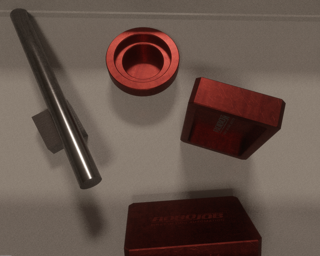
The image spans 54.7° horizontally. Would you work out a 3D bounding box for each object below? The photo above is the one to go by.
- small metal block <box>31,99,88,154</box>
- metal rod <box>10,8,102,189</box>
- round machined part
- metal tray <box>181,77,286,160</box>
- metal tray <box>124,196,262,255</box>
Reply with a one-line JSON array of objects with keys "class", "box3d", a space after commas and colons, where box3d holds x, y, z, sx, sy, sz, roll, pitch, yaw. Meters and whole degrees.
[{"class": "small metal block", "box3d": [-0.131, -0.002, 0.409, 0.050, 0.025, 0.050, -30, 73, -11]}, {"class": "metal rod", "box3d": [-0.145, -0.055, 0.405, 0.025, 0.025, 0.299, -26, 64, -10]}, {"class": "round machined part", "box3d": [-0.023, -0.088, 0.432, 0.099, 0.042, 0.098, 0, 70, -1]}, {"class": "metal tray", "box3d": [0.075, -0.004, 0.356, 0.090, 0.130, 0.030, 17, 71, 5]}, {"class": "metal tray", "box3d": [0.031, 0.112, 0.334, 0.131, 0.090, 0.030, -4, 105, -2]}]
